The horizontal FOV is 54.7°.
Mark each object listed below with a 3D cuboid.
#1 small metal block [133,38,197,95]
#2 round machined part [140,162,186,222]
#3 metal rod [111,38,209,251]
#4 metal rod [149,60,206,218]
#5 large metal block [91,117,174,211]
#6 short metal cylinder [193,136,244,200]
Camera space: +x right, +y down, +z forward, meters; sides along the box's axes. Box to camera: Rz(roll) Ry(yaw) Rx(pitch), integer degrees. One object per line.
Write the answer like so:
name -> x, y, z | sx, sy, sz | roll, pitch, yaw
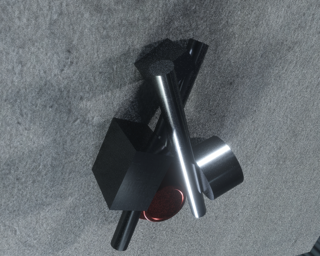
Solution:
small metal block -> 0.005, -0.071, 0.352 | 0.050, 0.050, 0.025 | -38, 130, -3
round machined part -> 0.000, 0.101, 0.462 | 0.099, 0.042, 0.097 | -14, 125, -21
metal rod -> -0.005, 0.032, 0.407 | 0.025, 0.025, 0.298 | 12, 106, -34
metal rod -> 0.033, 0.040, 0.408 | 0.025, 0.025, 0.299 | -29, 137, -10
large metal block -> -0.037, 0.044, 0.381 | 0.050, 0.080, 0.079 | 12, 112, -34
short metal cylinder -> 0.077, 0.058, 0.453 | 0.050, 0.080, 0.080 | -29, 129, -11
